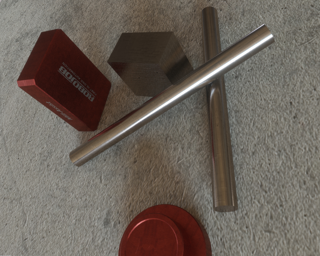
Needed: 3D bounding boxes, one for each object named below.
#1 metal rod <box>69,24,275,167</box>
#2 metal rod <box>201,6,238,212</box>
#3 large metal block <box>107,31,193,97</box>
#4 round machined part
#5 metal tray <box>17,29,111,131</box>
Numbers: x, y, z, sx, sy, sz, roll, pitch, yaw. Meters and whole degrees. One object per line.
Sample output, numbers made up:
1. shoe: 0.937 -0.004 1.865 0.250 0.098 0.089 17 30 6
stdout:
1. metal rod: 0.003 -0.033 0.398 0.300 0.025 0.025 -32 52 15
2. metal rod: 0.071 -0.046 0.393 0.025 0.025 0.299 -12 57 21
3. large metal block: -0.010 -0.084 0.424 0.080 0.080 0.050 9 67 32
4. round machined part: -0.001 0.125 0.315 0.098 0.042 0.098 -13 56 20
5. metal tray: -0.127 -0.062 0.439 0.030 0.130 0.090 -1 62 28
